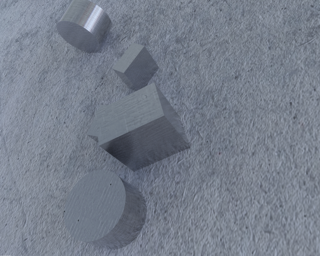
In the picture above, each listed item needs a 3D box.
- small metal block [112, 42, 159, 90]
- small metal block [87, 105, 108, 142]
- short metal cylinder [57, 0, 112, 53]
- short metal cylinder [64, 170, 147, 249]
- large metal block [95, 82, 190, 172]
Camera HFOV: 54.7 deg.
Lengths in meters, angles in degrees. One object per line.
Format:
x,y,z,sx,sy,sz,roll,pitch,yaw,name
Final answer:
-0.035,-0.089,0.459,0.025,0.050,0.050,27,76,37,small metal block
-0.068,-0.004,0.440,0.050,0.025,0.050,8,65,31,small metal block
-0.132,-0.178,0.545,0.080,0.080,0.050,9,67,32,short metal cylinder
-0.063,0.095,0.361,0.080,0.050,0.080,-13,56,20,short metal cylinder
-0.020,0.002,0.376,0.080,0.080,0.050,-25,53,12,large metal block
